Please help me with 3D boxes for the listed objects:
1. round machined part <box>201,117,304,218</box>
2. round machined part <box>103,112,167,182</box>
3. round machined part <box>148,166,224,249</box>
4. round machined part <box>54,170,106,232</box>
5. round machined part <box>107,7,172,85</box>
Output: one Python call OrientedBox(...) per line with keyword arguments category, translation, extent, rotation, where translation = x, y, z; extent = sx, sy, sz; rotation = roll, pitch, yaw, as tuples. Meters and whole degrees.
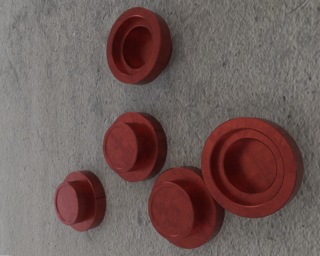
OrientedBox(category="round machined part", translation=(0.095, 0.038, 0.316), extent=(0.098, 0.042, 0.097), rotation=(0, 90, 40))
OrientedBox(category="round machined part", translation=(-0.041, 0.026, 0.428), extent=(0.098, 0.042, 0.097), rotation=(0, 90, 40))
OrientedBox(category="round machined part", translation=(0.024, 0.097, 0.374), extent=(0.098, 0.042, 0.097), rotation=(0, 90, 40))
OrientedBox(category="round machined part", translation=(-0.136, 0.120, 0.507), extent=(0.098, 0.042, 0.097), rotation=(0, 90, 40))
OrientedBox(category="round machined part", translation=(-0.023, -0.106, 0.413), extent=(0.098, 0.042, 0.097), rotation=(0, 90, 40))
